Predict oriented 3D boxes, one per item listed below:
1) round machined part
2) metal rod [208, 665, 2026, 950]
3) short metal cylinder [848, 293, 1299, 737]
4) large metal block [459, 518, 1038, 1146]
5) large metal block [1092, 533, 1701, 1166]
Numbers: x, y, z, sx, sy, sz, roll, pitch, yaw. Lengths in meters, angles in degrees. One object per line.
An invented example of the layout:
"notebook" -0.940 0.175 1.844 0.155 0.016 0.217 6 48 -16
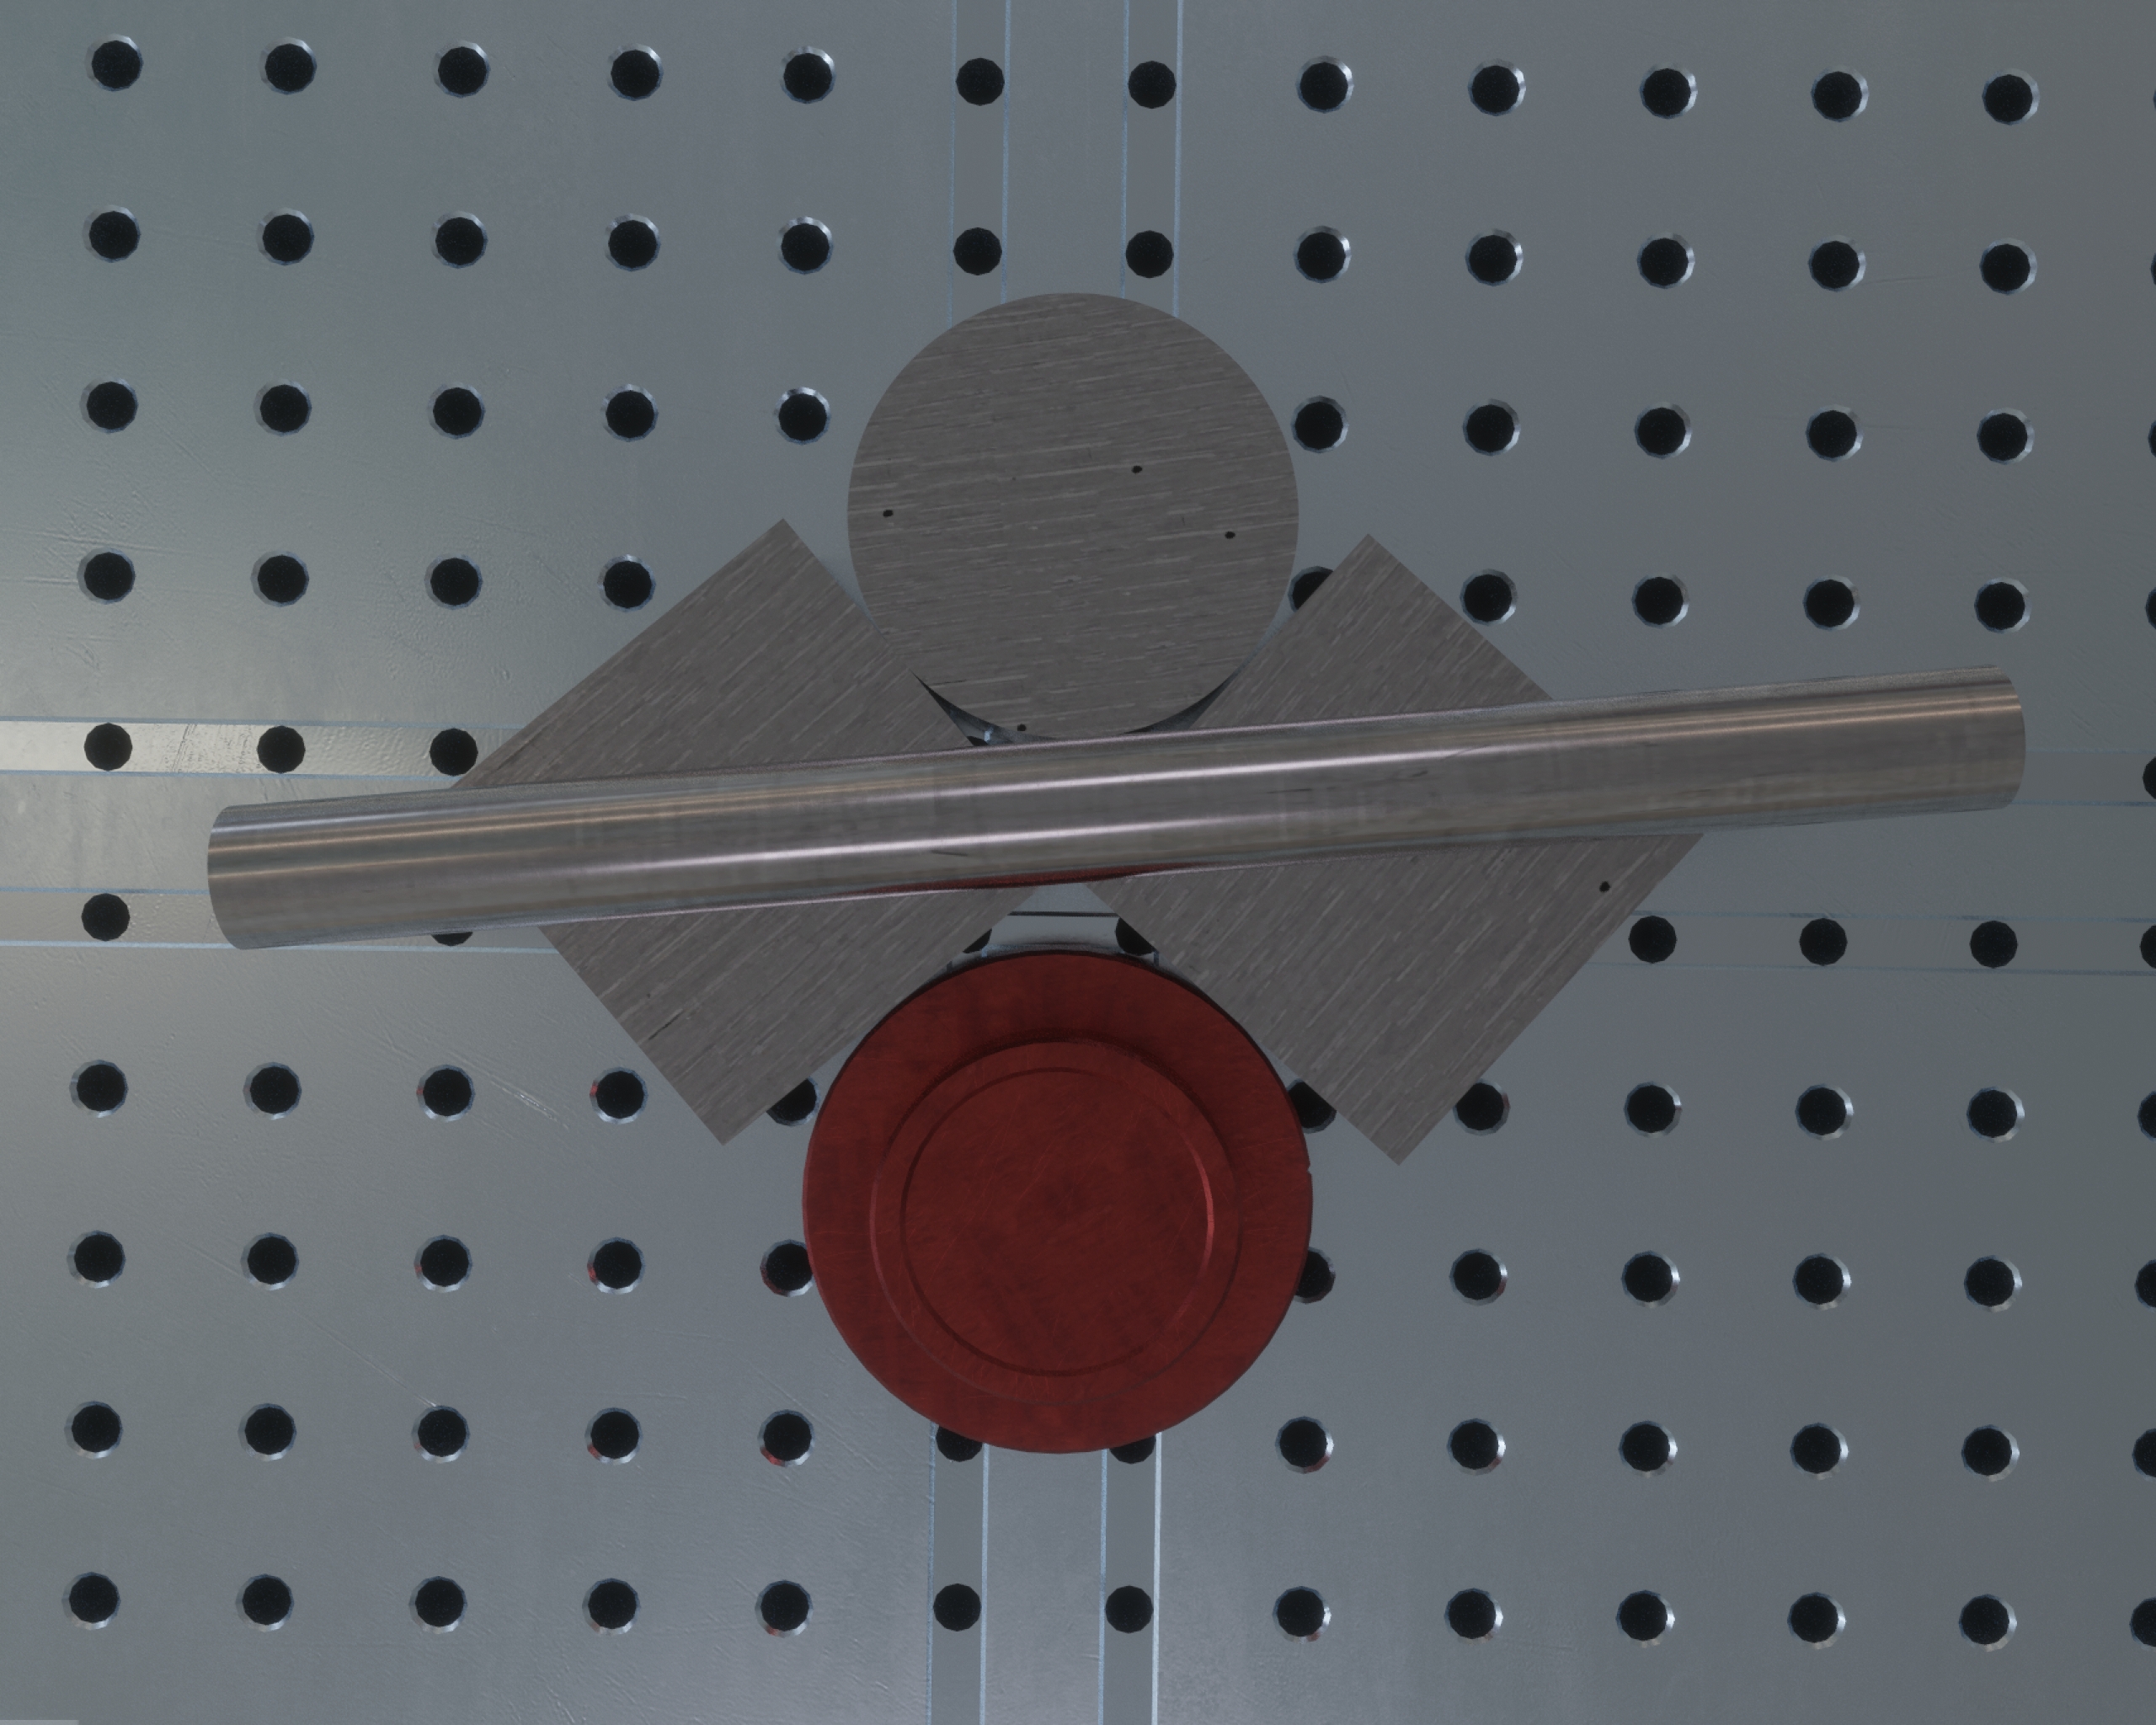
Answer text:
"round machined part" -0.004 0.065 0.401 0.099 0.042 0.097 0 90 0
"metal rod" 0.006 -0.009 0.358 0.302 0.025 0.025 -5 90 0
"short metal cylinder" -0.001 -0.062 0.397 0.081 0.050 0.079 0 90 0
"large metal block" -0.058 -0.006 0.396 0.080 0.050 0.080 -39 92 0
"large metal block" 0.055 -0.003 0.395 0.080 0.050 0.080 42 91 0
